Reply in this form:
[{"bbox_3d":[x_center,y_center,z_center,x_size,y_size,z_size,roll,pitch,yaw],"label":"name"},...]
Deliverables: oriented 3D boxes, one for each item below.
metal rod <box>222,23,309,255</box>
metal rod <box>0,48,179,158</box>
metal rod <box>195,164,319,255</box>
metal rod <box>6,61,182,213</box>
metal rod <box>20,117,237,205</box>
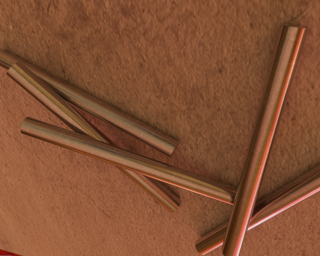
[{"bbox_3d":[0.110,0.037,0.353,0.025,0.025,0.298,16,119,19],"label":"metal rod"},{"bbox_3d":[-0.111,-0.040,0.438,0.301,0.025,0.025,28,128,10],"label":"metal rod"},{"bbox_3d":[0.142,0.099,0.392,0.025,0.025,0.298,41,129,0],"label":"metal rod"},{"bbox_3d":[-0.086,0.019,0.441,0.300,0.025,0.025,42,129,-10],"label":"metal rod"},{"bbox_3d":[-0.039,0.044,0.414,0.301,0.025,0.025,19,127,2],"label":"metal rod"}]
